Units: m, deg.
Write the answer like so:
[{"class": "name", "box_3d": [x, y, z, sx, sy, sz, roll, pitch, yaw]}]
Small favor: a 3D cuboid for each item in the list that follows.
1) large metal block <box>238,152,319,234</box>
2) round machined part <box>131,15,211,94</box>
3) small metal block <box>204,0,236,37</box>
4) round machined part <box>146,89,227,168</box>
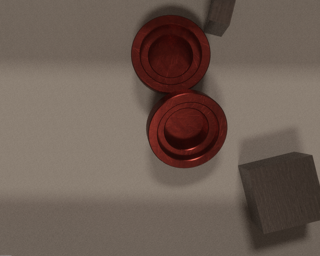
[{"class": "large metal block", "box_3d": [0.156, 0.081, 0.401, 0.080, 0.050, 0.080, -14, 90, -1]}, {"class": "round machined part", "box_3d": [0.013, -0.092, 0.403, 0.099, 0.042, 0.097, 0, 90, -1]}, {"class": "small metal block", "box_3d": [0.078, -0.152, 0.400, 0.025, 0.050, 0.050, 14, 90, 0]}, {"class": "round machined part", "box_3d": [0.031, -0.002, 0.393, 0.099, 0.042, 0.097, -3, 110, -9]}]
